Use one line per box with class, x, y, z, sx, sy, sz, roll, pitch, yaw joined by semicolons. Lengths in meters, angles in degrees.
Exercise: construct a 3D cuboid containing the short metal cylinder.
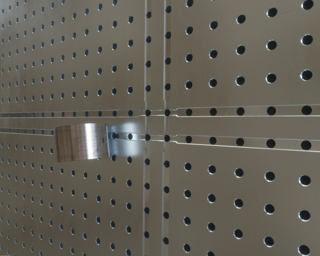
short metal cylinder;-0.117;0.023;0.467;0.080;0.081;0.050;-10;84;39
